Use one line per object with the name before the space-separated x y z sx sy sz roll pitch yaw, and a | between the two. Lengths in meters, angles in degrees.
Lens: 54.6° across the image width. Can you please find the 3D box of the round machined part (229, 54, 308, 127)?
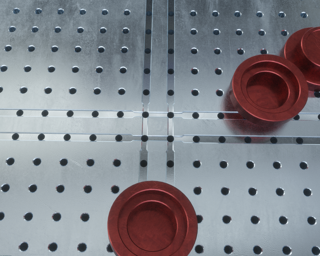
round machined part | 0.143 -0.047 0.421 0.099 0.042 0.098 0 70 0

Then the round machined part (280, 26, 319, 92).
round machined part | 0.228 -0.104 0.442 0.099 0.042 0.098 0 70 0

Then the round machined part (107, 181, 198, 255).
round machined part | -0.010 0.114 0.353 0.099 0.042 0.098 4 56 -6
